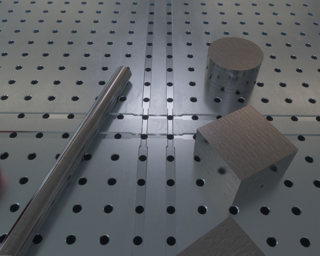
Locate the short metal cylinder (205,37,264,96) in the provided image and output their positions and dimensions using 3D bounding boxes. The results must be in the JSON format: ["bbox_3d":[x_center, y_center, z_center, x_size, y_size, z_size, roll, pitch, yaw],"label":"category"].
[{"bbox_3d":[0.110,-0.094,0.471,0.081,0.050,0.080,0,50,0],"label":"short metal cylinder"}]

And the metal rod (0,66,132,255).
[{"bbox_3d":[-0.103,0.023,0.387,0.025,0.025,0.300,14,51,12],"label":"metal rod"}]

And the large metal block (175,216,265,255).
[{"bbox_3d":[0.056,0.141,0.273,0.081,0.050,0.080,-28,55,-21],"label":"large metal block"}]

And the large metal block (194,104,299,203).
[{"bbox_3d":[0.098,0.028,0.368,0.081,0.050,0.080,-24,54,-19],"label":"large metal block"}]
